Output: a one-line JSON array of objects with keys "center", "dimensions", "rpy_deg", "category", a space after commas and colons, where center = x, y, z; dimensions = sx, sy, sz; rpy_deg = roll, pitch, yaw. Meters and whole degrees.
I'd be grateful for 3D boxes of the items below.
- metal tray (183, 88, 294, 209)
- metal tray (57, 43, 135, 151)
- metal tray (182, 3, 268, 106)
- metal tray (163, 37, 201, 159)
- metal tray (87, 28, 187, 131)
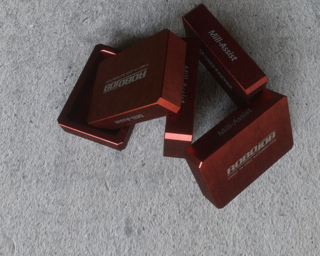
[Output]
[{"center": [0.098, 0.025, 0.367], "dimensions": [0.131, 0.090, 0.030], "rpy_deg": [-37, 39, -12], "category": "metal tray"}, {"center": [-0.068, -0.044, 0.422], "dimensions": [0.090, 0.030, 0.130], "rpy_deg": [19, 71, 6], "category": "metal tray"}, {"center": [0.083, -0.088, 0.406], "dimensions": [0.030, 0.090, 0.130], "rpy_deg": [-36, 74, 3], "category": "metal tray"}, {"center": [0.026, -0.035, 0.388], "dimensions": [0.030, 0.090, 0.130], "rpy_deg": [6, 71, 2], "category": "metal tray"}, {"center": [-0.031, -0.052, 0.368], "dimensions": [0.130, 0.030, 0.090], "rpy_deg": [-13, 63, 43], "category": "metal tray"}]
